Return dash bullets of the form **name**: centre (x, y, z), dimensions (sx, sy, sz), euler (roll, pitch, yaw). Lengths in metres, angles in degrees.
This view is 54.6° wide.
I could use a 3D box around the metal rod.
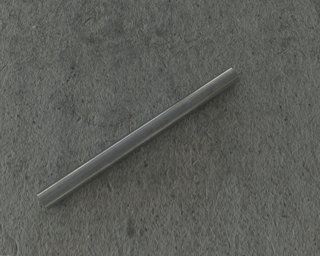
- **metal rod**: centre (-0.019, 0.007, 0.407), dimensions (0.301, 0.025, 0.025), euler (-34, 74, -12)
